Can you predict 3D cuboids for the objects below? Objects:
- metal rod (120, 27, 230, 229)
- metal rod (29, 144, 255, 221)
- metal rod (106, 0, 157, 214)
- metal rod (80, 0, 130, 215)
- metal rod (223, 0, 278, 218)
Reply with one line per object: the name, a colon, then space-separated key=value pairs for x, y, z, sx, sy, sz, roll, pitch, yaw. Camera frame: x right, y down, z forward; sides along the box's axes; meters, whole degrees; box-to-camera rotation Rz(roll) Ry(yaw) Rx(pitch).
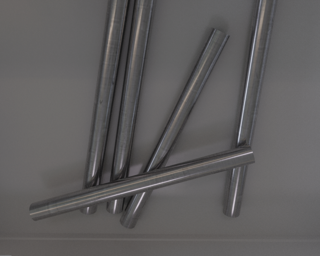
metal rod: x=0.012 y=0.013 z=0.416 sx=0.025 sy=0.025 sz=0.298 roll=22 pitch=108 yaw=-8
metal rod: x=-0.027 y=0.074 z=0.410 sx=0.301 sy=0.025 sz=0.025 roll=-16 pitch=110 yaw=5
metal rod: x=-0.041 y=-0.019 z=0.403 sx=0.025 sy=0.025 sz=0.298 roll=9 pitch=110 yaw=-4
metal rod: x=-0.075 y=-0.018 z=0.403 sx=0.025 sy=0.025 sz=0.298 roll=11 pitch=110 yaw=-4
metal rod: x=0.114 y=-0.015 z=0.406 sx=0.025 sy=0.025 sz=0.298 roll=3 pitch=110 yaw=-1
